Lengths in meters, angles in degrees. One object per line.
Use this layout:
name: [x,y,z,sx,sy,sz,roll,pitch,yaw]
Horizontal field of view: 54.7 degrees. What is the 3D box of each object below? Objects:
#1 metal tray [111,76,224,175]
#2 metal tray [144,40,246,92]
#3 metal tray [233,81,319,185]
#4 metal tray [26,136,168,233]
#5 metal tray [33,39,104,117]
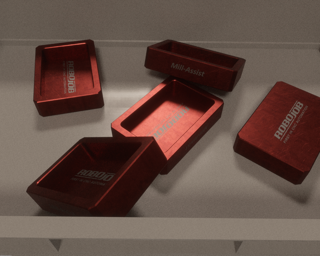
metal tray: [0.012,-0.010,0.410,0.090,0.030,0.131,32,57,24]
metal tray: [0.054,-0.096,0.460,0.130,0.030,0.090,19,28,15]
metal tray: [0.167,0.000,0.404,0.090,0.030,0.131,30,56,22]
metal tray: [-0.067,0.048,0.313,0.130,0.030,0.090,-2,37,45]
metal tray: [-0.138,-0.080,0.466,0.091,0.030,0.130,-10,51,-9]
